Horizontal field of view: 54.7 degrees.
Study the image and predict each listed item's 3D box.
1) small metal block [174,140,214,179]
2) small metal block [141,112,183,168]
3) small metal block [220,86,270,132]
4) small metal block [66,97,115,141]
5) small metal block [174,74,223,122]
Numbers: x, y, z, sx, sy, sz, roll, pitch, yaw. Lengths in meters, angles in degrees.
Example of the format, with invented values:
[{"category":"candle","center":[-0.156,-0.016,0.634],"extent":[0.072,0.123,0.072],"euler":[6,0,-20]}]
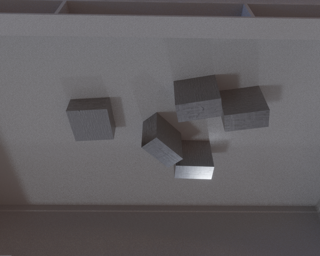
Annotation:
[{"category":"small metal block","center":[0.045,0.043,0.430],"extent":[0.050,0.050,0.025],"euler":[2,130,-2]},{"category":"small metal block","center":[0.003,0.016,0.406],"extent":[0.025,0.050,0.050],"euler":[-35,122,26]},{"category":"small metal block","center":[0.099,-0.024,0.373],"extent":[0.050,0.050,0.025],"euler":[-7,130,6]},{"category":"small metal block","center":[-0.087,-0.011,0.399],"extent":[0.050,0.025,0.050],"euler":[-3,130,2]},{"category":"small metal block","center":[0.044,-0.035,0.363],"extent":[0.050,0.050,0.025],"euler":[-8,130,7]}]
